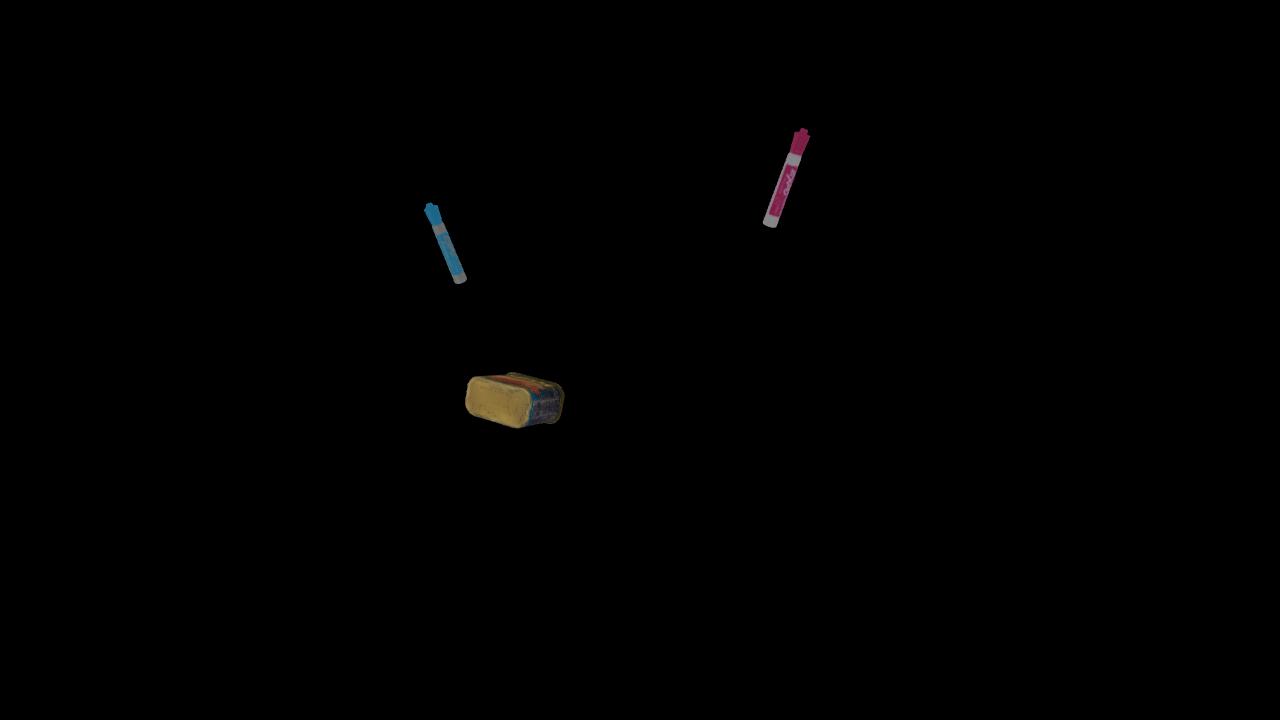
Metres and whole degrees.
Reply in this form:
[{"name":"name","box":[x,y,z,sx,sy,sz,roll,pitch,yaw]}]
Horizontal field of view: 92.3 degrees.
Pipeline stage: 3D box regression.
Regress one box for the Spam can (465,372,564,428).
[{"name":"Spam can","box":[-0.165,0.053,0.810,0.101,0.058,0.085,13,6,22]}]

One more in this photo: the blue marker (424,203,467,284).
[{"name":"blue marker","box":[-0.271,-0.162,0.858,0.020,0.121,0.020,-8,38,6]}]

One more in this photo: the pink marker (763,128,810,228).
[{"name":"pink marker","box":[0.179,-0.222,0.754,0.020,0.121,0.020,11,33,-7]}]
